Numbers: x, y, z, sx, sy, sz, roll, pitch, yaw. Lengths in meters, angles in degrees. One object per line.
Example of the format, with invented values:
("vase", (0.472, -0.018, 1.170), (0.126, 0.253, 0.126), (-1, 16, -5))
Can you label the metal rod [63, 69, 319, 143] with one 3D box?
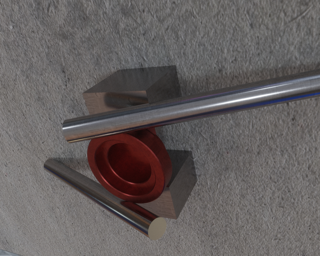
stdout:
("metal rod", (0.053, -0.024, 0.295), (0.301, 0.025, 0.025), (-11, 115, 8))

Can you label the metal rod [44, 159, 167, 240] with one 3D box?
("metal rod", (-0.099, 0.087, 0.440), (0.300, 0.025, 0.025), (12, 127, 49))

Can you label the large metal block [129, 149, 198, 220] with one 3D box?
("large metal block", (-0.004, 0.070, 0.417), (0.080, 0.080, 0.050), (1, 119, 27))

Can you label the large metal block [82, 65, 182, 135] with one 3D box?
("large metal block", (-0.028, -0.035, 0.365), (0.080, 0.080, 0.050), (1, 119, 27))

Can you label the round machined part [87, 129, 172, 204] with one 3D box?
("round machined part", (-0.031, 0.036, 0.358), (0.098, 0.042, 0.097), (13, 124, 20))
